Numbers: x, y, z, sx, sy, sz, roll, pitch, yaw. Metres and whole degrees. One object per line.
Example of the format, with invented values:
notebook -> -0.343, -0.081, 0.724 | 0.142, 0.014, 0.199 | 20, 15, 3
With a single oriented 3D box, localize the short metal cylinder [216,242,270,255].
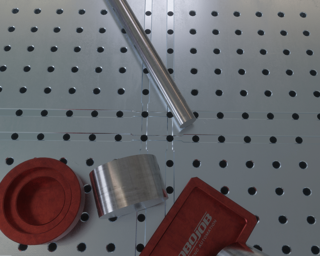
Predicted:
short metal cylinder -> 0.092, 0.166, 0.317 | 0.081, 0.050, 0.079 | -4, 97, -32

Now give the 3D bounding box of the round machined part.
round machined part -> -0.139, 0.088, 0.370 | 0.099, 0.042, 0.098 | 0, 70, 0

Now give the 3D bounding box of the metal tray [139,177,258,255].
metal tray -> 0.040, 0.135, 0.359 | 0.090, 0.030, 0.130 | 33, 73, 11

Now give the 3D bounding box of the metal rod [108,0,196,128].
metal rod -> -0.030, -0.132, 0.459 | 0.025, 0.025, 0.299 | -26, 72, -9

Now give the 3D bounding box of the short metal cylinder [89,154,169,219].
short metal cylinder -> -0.036, 0.068, 0.357 | 0.081, 0.080, 0.050 | -16, 71, -6
